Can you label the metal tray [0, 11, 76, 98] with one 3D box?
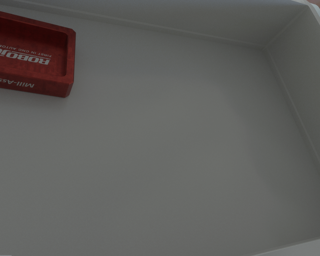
[{"bbox_3d":[-0.170,-0.090,0.365,0.131,0.030,0.090,8,58,-24],"label":"metal tray"}]
